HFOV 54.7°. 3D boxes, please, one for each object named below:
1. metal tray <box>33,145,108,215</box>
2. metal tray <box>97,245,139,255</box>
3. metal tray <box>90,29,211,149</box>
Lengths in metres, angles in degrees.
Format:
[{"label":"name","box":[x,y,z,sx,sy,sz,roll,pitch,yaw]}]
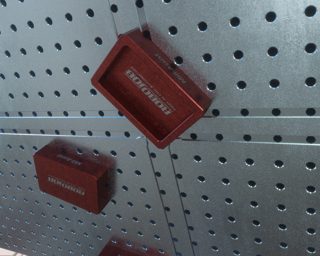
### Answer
[{"label":"metal tray","box":[-0.155,0.090,0.543,0.130,0.030,0.089,17,125,18]},{"label":"metal tray","box":[-0.057,0.291,0.616,0.130,0.030,0.089,8,122,23]},{"label":"metal tray","box":[-0.014,-0.045,0.385,0.130,0.030,0.090,44,129,-3]}]
